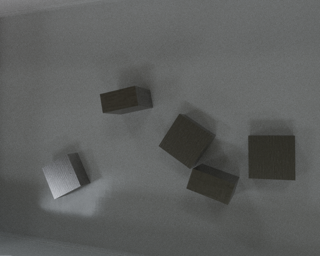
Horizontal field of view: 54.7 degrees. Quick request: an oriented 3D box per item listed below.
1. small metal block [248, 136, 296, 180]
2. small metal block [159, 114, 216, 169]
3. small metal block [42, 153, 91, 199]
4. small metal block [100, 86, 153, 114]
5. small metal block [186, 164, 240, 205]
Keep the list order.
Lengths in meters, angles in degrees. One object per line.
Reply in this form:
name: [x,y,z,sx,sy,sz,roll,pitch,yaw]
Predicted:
small metal block: [0.131,0.034,0.364,0.050,0.025,0.050,-1,90,20]
small metal block: [0.035,0.016,0.398,0.050,0.025,0.050,35,101,16]
small metal block: [-0.139,0.071,0.460,0.050,0.025,0.050,-28,81,17]
small metal block: [-0.043,-0.036,0.412,0.050,0.050,0.025,-11,87,20]
small metal block: [0.065,0.066,0.374,0.050,0.050,0.025,19,97,19]
